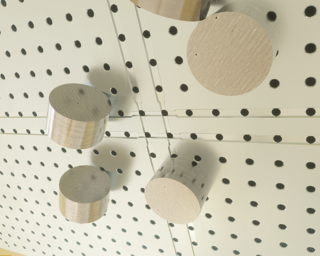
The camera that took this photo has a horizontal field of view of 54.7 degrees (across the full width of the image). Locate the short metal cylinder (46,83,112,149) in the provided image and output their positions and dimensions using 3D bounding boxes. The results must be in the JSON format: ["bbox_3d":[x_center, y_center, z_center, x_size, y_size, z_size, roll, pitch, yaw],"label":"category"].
[{"bbox_3d":[-0.111,-0.017,0.422,0.080,0.080,0.050,30,128,9],"label":"short metal cylinder"}]

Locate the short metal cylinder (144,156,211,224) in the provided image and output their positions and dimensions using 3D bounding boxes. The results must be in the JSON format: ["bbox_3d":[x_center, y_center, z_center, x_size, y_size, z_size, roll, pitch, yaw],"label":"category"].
[{"bbox_3d":[0.026,0.087,0.434,0.080,0.050,0.079,13,124,20],"label":"short metal cylinder"}]

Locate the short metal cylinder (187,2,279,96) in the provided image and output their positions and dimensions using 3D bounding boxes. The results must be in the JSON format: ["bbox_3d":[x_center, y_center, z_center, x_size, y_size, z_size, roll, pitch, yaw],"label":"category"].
[{"bbox_3d":[0.073,-0.078,0.307,0.080,0.050,0.079,13,124,20],"label":"short metal cylinder"}]

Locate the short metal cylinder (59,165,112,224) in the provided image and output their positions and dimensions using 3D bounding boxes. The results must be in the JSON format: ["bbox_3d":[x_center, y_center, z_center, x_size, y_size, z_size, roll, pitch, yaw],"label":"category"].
[{"bbox_3d":[-0.122,0.107,0.504,0.080,0.080,0.050,24,127,13],"label":"short metal cylinder"}]

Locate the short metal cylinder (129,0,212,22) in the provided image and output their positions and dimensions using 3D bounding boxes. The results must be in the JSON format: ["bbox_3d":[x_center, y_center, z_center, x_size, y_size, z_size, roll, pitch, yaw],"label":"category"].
[{"bbox_3d":[0.013,-0.138,0.282,0.080,0.080,0.050,27,128,11],"label":"short metal cylinder"}]
